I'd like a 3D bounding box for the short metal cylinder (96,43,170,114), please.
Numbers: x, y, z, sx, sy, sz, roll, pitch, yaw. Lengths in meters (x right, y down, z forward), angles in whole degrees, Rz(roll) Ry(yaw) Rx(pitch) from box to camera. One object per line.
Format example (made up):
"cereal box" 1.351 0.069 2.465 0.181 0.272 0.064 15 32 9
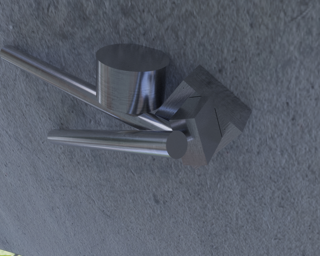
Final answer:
"short metal cylinder" -0.032 -0.058 0.354 0.080 0.080 0.050 19 126 16

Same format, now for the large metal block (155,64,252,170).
"large metal block" 0.044 -0.011 0.359 0.080 0.050 0.080 42 130 0

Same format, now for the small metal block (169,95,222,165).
"small metal block" 0.037 0.002 0.305 0.025 0.050 0.050 -4 117 30

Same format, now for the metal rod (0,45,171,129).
"metal rod" -0.103 -0.050 0.393 0.300 0.025 0.025 27 128 25

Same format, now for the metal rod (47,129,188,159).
"metal rod" -0.078 0.014 0.388 0.300 0.025 0.025 0 121 52
